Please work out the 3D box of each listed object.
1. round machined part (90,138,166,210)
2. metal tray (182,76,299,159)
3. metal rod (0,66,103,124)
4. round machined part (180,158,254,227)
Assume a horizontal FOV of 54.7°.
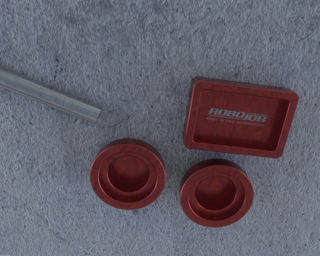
[{"bbox_3d":[-0.042,0.058,0.422,0.099,0.042,0.097,0,110,0],"label":"round machined part"},{"bbox_3d":[0.101,-0.013,0.403,0.131,0.030,0.089,7,110,-3],"label":"metal tray"},{"bbox_3d":[-0.218,-0.072,0.381,0.302,0.025,0.025,22,109,-8],"label":"metal rod"},{"bbox_3d":[0.076,0.086,0.433,0.099,0.042,0.097,0,110,0],"label":"round machined part"}]
